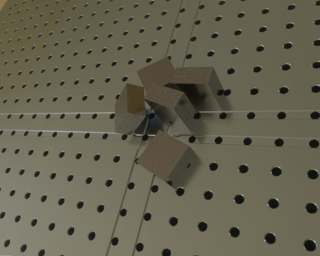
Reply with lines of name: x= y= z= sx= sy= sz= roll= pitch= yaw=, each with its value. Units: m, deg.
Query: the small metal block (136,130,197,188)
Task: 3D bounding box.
small metal block: x=0.008 y=0.037 z=0.382 sx=0.050 sy=0.025 sz=0.050 roll=28 pitch=77 yaw=37

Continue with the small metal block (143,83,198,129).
small metal block: x=0.014 y=-0.029 z=0.403 sx=0.050 sy=0.050 sz=0.025 roll=22 pitch=74 yaw=36

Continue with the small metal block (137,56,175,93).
small metal block: x=0.000 y=-0.069 z=0.447 sx=0.050 sy=0.025 sz=0.050 roll=-25 pitch=52 yaw=2

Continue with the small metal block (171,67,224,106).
small metal block: x=0.049 y=-0.053 z=0.400 sx=0.050 sy=0.050 sz=0.025 roll=6 pitch=65 yaw=31

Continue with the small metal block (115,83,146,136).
small metal block: x=-0.043 y=-0.025 z=0.430 sx=0.050 sy=0.025 sz=0.050 roll=-51 pitch=36 yaw=47
